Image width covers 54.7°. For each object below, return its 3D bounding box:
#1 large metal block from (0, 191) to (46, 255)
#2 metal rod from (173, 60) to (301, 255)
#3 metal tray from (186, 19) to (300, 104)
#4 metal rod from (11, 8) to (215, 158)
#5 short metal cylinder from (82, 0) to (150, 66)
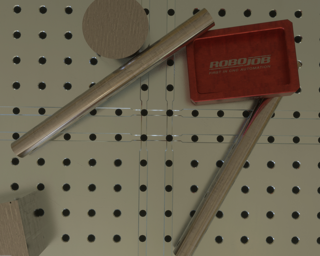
[{"bbox_3d":[-0.204,0.134,0.399,0.080,0.050,0.080,-12,90,0],"label":"large metal block"},{"bbox_3d":[0.102,0.041,0.414,0.025,0.025,0.299,30,90,0],"label":"metal rod"},{"bbox_3d":[0.102,-0.081,0.396,0.131,0.030,0.089,-5,85,10],"label":"metal tray"},{"bbox_3d":[-0.064,-0.053,0.395,0.300,0.025,0.025,-34,90,6],"label":"metal rod"},{"bbox_3d":[-0.054,-0.124,0.400,0.081,0.050,0.079,0,90,0],"label":"short metal cylinder"}]
